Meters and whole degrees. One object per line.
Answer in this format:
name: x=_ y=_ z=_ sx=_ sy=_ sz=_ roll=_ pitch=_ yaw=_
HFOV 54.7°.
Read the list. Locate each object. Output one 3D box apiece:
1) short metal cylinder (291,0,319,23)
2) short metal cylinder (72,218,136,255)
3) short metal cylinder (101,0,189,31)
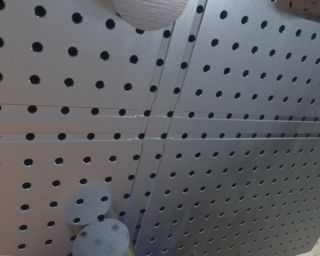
short metal cylinder: x=0.221 y=-0.179 z=0.405 sx=0.081 sy=0.050 sz=0.079 roll=-14 pitch=124 yaw=-21
short metal cylinder: x=-0.078 y=0.178 z=0.443 sx=0.081 sy=0.080 sz=0.050 roll=-22 pitch=127 yaw=-15
short metal cylinder: x=-0.016 y=-0.140 z=0.299 sx=0.081 sy=0.050 sz=0.079 roll=-14 pitch=124 yaw=-21
